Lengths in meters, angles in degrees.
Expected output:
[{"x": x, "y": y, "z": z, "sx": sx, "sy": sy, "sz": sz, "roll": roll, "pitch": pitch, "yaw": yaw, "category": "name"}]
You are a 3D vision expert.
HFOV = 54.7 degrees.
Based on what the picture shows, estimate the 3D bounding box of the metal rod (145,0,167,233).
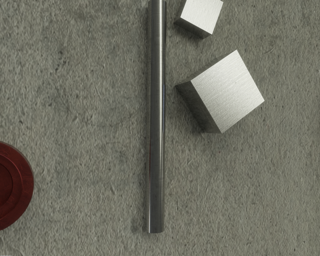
[{"x": -0.005, "y": -0.015, "z": 0.407, "sx": 0.025, "sy": 0.025, "sz": 0.298, "roll": 1, "pitch": 90, "yaw": -20, "category": "metal rod"}]

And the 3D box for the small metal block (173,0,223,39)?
[{"x": 0.053, "y": -0.160, "z": 0.429, "sx": 0.050, "sy": 0.025, "sz": 0.050, "roll": 22, "pitch": 83, "yaw": -19, "category": "small metal block"}]

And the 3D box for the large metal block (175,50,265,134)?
[{"x": 0.082, "y": -0.048, "z": 0.426, "sx": 0.080, "sy": 0.050, "sz": 0.080, "roll": -36, "pitch": 102, "yaw": -17, "category": "large metal block"}]

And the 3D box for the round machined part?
[{"x": -0.187, "y": 0.060, "z": 0.331, "sx": 0.099, "sy": 0.042, "sz": 0.097, "roll": 0, "pitch": 90, "yaw": -20, "category": "round machined part"}]
